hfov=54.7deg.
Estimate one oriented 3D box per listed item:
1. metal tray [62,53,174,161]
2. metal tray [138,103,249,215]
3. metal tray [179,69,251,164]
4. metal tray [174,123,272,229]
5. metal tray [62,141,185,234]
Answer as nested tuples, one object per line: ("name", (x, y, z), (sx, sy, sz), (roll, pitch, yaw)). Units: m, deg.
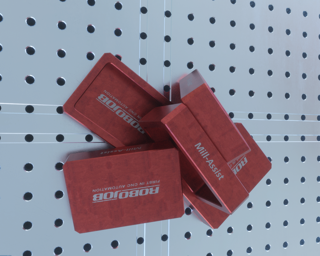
("metal tray", (-0.044, -0.020, 0.394), (0.130, 0.030, 0.090), (38, 78, -17))
("metal tray", (0.035, 0.034, 0.360), (0.030, 0.090, 0.130), (-40, 103, -16))
("metal tray", (0.062, -0.021, 0.381), (0.030, 0.130, 0.090), (-34, 103, 12))
("metal tray", (0.089, 0.065, 0.443), (0.130, 0.030, 0.090), (-43, 104, -15))
("metal tray", (-0.040, 0.069, 0.370), (0.131, 0.030, 0.089), (-7, 104, -6))
